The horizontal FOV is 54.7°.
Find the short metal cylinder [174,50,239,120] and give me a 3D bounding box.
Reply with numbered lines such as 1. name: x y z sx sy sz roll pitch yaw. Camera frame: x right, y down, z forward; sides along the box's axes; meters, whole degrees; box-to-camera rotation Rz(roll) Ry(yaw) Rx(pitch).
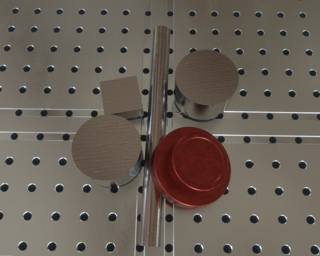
1. short metal cylinder: 0.059 -0.057 0.415 0.081 0.050 0.080 0 70 0

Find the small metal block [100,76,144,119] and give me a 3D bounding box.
1. small metal block: -0.052 -0.040 0.421 0.050 0.025 0.050 -10 70 -4

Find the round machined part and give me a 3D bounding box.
1. round machined part: 0.041 0.044 0.370 0.099 0.042 0.098 6 69 -15

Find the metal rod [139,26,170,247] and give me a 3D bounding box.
1. metal rod: -0.004 -0.004 0.409 0.025 0.025 0.299 3 70 1

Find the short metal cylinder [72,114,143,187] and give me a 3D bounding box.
1. short metal cylinder: -0.062 0.029 0.383 0.081 0.050 0.080 0 70 0
